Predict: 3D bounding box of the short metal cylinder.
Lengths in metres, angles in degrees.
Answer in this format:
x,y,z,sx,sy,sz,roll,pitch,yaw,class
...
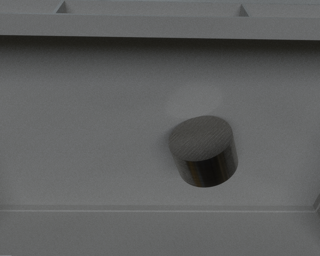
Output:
x,y,z,sx,sy,sz,roll,pitch,yaw,class
0.056,0.029,0.399,0.080,0.080,0.050,-13,129,10,short metal cylinder
